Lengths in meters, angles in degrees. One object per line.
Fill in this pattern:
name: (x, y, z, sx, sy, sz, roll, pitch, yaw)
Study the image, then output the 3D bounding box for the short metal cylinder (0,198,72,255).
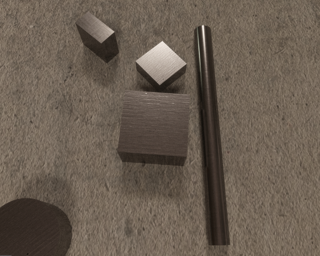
short metal cylinder: (-0.146, 0.122, 0.348, 0.081, 0.050, 0.080, 0, 70, 0)

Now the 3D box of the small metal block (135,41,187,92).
small metal block: (0.001, -0.087, 0.440, 0.050, 0.025, 0.050, -40, 75, -14)

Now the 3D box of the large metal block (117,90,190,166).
large metal block: (-0.006, 0.001, 0.394, 0.081, 0.050, 0.080, 4, 70, 1)

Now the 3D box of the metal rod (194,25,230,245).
metal rod: (0.066, -0.005, 0.410, 0.025, 0.025, 0.299, -1, 70, -1)

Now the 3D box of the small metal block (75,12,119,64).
small metal block: (-0.088, -0.128, 0.440, 0.050, 0.050, 0.025, 40, 75, 13)
